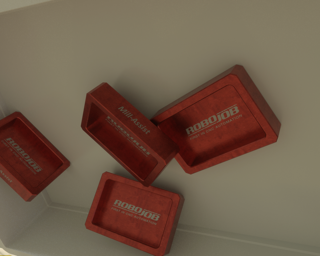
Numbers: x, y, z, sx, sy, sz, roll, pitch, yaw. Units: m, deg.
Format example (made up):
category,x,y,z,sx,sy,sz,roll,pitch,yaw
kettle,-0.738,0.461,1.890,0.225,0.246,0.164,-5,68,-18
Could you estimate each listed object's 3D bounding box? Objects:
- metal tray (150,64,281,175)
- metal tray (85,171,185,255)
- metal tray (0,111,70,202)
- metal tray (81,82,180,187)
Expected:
category,x,y,z,sx,sy,sz,roll,pitch,yaw
metal tray,0.061,-0.004,0.369,0.130,0.030,0.090,-29,103,37
metal tray,-0.038,0.126,0.466,0.130,0.090,0.030,13,168,20
metal tray,-0.226,0.045,0.510,0.130,0.090,0.030,47,129,-5
metal tray,-0.044,0.012,0.409,0.130,0.030,0.090,41,146,7
